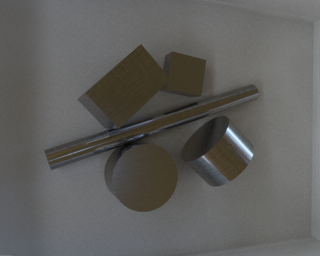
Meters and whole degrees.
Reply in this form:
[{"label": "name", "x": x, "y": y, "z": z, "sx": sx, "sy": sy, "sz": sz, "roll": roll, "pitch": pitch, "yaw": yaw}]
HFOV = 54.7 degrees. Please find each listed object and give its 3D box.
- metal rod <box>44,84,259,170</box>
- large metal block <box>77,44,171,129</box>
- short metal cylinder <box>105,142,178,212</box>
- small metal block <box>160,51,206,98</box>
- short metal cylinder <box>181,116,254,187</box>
[{"label": "metal rod", "x": 0.004, "y": -0.008, "z": 0.412, "sx": 0.302, "sy": 0.025, "sz": 0.025, "roll": -19, "pitch": 97, "yaw": -20}, {"label": "large metal block", "x": -0.045, "y": -0.045, "z": 0.364, "sx": 0.080, "sy": 0.080, "sz": 0.050, "roll": -45, "pitch": 105, "yaw": -15}, {"label": "short metal cylinder", "x": -0.025, "y": 0.058, "z": 0.387, "sx": 0.081, "sy": 0.050, "sz": 0.079, "roll": 0, "pitch": 90, "yaw": -21}, {"label": "small metal block", "x": 0.032, "y": -0.072, "z": 0.422, "sx": 0.050, "sy": 0.025, "sz": 0.050, "roll": 9, "pitch": 87, "yaw": -20}, {"label": "short metal cylinder", "x": 0.075, "y": 0.030, "z": 0.409, "sx": 0.050, "sy": 0.080, "sz": 0.080, "roll": 45, "pitch": 76, "yaw": -15}]
